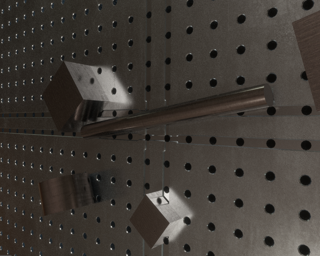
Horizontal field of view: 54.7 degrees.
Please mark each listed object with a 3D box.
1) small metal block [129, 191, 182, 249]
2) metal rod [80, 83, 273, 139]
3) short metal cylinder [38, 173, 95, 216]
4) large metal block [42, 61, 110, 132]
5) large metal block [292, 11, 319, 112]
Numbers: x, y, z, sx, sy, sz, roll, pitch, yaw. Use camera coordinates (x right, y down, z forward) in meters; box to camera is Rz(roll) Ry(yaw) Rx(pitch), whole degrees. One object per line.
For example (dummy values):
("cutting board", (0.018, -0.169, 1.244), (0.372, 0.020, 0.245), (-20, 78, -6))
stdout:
("small metal block", (-0.007, 0.122, 0.413), (0.050, 0.025, 0.050), (45, 116, 30))
("metal rod", (-0.004, -0.014, 0.410), (0.300, 0.025, 0.025), (-10, 84, 39))
("short metal cylinder", (-0.148, 0.105, 0.493), (0.080, 0.081, 0.050), (-22, 76, 37))
("large metal block", (-0.139, -0.049, 0.505), (0.080, 0.050, 0.080), (-45, 63, 30))
("large metal block", (0.167, -0.062, 0.255), (0.080, 0.050, 0.080), (-18, 79, 38))
